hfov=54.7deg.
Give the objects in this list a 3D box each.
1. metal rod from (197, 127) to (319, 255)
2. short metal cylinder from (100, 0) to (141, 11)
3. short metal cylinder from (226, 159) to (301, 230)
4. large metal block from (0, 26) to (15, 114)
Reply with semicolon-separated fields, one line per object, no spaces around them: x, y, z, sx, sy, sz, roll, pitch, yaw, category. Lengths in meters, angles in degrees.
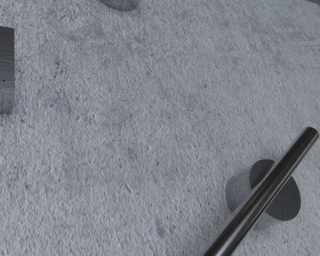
0.120;0.076;0.357;0.302;0.025;0.025;-34;81;-38;metal rod
-0.063;-0.236;0.498;0.081;0.050;0.080;14;56;-21;short metal cylinder
0.135;0.087;0.407;0.081;0.050;0.080;14;56;-21;short metal cylinder
-0.196;-0.062;0.320;0.081;0.050;0.080;1;61;-28;large metal block
